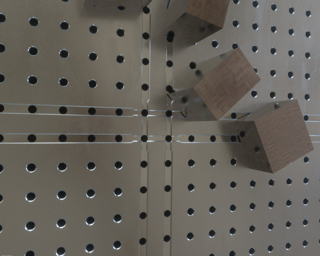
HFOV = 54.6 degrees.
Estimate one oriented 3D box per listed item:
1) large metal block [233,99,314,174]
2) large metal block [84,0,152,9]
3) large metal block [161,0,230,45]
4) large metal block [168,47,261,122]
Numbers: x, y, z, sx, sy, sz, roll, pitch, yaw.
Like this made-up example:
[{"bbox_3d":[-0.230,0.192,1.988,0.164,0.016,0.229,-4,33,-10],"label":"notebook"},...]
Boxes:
[{"bbox_3d":[0.169,0.011,0.461,0.080,0.050,0.080,-25,98,-18],"label":"large metal block"},{"bbox_3d":[-0.052,-0.197,0.380,0.081,0.050,0.080,-4,92,-20],"label":"large metal block"},{"bbox_3d":[0.048,-0.163,0.401,0.050,0.080,0.080,16,85,-19],"label":"large metal block"},{"bbox_3d":[0.068,-0.054,0.408,0.080,0.080,0.050,-42,103,-15],"label":"large metal block"}]
